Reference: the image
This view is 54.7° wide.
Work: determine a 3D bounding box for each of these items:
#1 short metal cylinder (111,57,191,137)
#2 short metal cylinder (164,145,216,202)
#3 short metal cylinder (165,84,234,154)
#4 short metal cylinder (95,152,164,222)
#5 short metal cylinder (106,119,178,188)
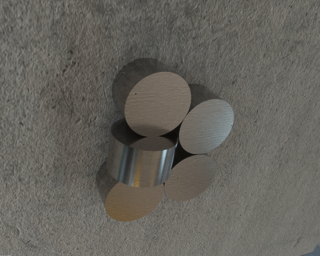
[{"bbox_3d":[-0.011,-0.036,0.363,0.081,0.050,0.079,-13,124,-20],"label":"short metal cylinder"},{"bbox_3d":[0.032,0.058,0.445,0.081,0.050,0.079,-13,124,-20],"label":"short metal cylinder"},{"bbox_3d":[0.049,-0.012,0.411,0.081,0.050,0.079,-14,125,-21],"label":"short metal cylinder"},{"bbox_3d":[-0.041,0.078,0.418,0.081,0.050,0.079,-13,124,-20],"label":"short metal cylinder"},{"bbox_3d":[-0.022,0.027,0.377,0.081,0.080,0.050,-3,120,-27],"label":"short metal cylinder"}]
